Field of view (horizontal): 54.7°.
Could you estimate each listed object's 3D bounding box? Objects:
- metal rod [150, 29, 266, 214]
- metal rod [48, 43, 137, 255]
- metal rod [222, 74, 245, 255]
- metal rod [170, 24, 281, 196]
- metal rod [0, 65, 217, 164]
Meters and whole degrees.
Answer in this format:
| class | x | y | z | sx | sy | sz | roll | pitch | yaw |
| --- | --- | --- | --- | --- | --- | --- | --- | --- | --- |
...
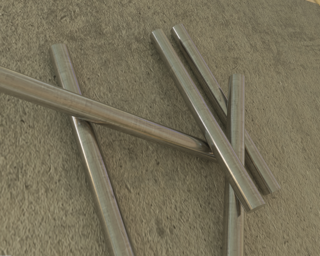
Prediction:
| class | x | y | z | sx | sy | sz | roll | pitch | yaw |
| --- | --- | --- | --- | --- | --- | --- | --- | --- | --- |
| metal rod | 0.052 | -0.028 | 0.421 | 0.025 | 0.025 | 0.299 | -7 | 57 | -31 |
| metal rod | -0.076 | 0.031 | 0.343 | 0.025 | 0.025 | 0.299 | -9 | 66 | -32 |
| metal rod | 0.097 | 0.056 | 0.402 | 0.025 | 0.025 | 0.300 | 18 | 61 | -18 |
| metal rod | 0.093 | -0.039 | 0.477 | 0.025 | 0.025 | 0.299 | -15 | 70 | -34 |
| metal rod | -0.046 | -0.009 | 0.357 | 0.302 | 0.025 | 0.025 | 20 | 54 | -27 |
